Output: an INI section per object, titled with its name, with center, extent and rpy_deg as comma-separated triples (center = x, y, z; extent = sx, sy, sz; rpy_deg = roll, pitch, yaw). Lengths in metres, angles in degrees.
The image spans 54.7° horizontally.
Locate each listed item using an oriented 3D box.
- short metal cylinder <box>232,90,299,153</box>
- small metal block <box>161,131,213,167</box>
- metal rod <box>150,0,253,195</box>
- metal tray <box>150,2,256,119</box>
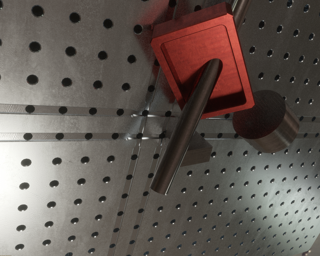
[short metal cylinder]
center = 0.156, -0.009, 0.458
extent = 0.050, 0.080, 0.080
rpy_deg = 34, 99, -39
[small metal block]
center = 0.037, 0.027, 0.434
extent = 0.050, 0.050, 0.025
rpy_deg = -7, 122, -26
[metal rod]
center = 0.056, -0.058, 0.375
extent = 0.025, 0.025, 0.298
rpy_deg = 18, 99, -36
[metal tray]
center = 0.054, -0.070, 0.367
extent = 0.090, 0.030, 0.130
rpy_deg = -13, 132, 18
